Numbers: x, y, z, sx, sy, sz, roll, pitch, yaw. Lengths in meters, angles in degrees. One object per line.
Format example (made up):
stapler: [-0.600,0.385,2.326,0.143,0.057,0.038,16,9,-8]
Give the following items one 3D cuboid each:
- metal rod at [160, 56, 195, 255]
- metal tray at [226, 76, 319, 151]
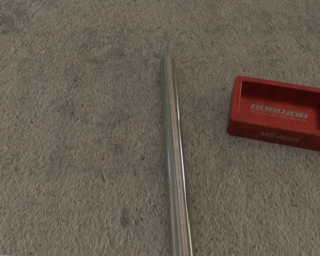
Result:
metal rod: [0.017,0.012,0.393,0.025,0.025,0.300,-1,50,-1]
metal tray: [0.162,-0.022,0.420,0.131,0.030,0.090,11,51,8]
